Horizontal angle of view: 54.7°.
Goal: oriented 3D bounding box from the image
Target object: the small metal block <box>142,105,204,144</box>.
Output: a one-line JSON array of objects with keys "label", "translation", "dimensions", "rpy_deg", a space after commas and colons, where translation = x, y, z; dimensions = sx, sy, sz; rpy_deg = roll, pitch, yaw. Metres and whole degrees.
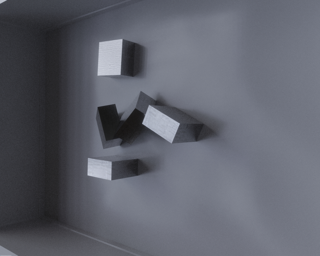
[{"label": "small metal block", "translation": [0.016, -0.005, 0.376], "dimensions": [0.050, 0.050, 0.025], "rpy_deg": [33, 111, 34]}]

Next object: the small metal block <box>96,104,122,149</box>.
[{"label": "small metal block", "translation": [-0.074, -0.001, 0.450], "dimensions": [0.050, 0.025, 0.050], "rpy_deg": [130, 126, -68]}]

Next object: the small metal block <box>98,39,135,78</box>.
[{"label": "small metal block", "translation": [-0.065, -0.102, 0.458], "dimensions": [0.050, 0.025, 0.050], "rpy_deg": [6, 94, 39]}]

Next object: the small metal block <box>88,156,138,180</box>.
[{"label": "small metal block", "translation": [-0.067, 0.056, 0.444], "dimensions": [0.050, 0.050, 0.025], "rpy_deg": [3, 92, 39]}]

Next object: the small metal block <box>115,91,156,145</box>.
[{"label": "small metal block", "translation": [-0.032, -0.014, 0.413], "dimensions": [0.050, 0.025, 0.050], "rpy_deg": [-50, 16, 28]}]
